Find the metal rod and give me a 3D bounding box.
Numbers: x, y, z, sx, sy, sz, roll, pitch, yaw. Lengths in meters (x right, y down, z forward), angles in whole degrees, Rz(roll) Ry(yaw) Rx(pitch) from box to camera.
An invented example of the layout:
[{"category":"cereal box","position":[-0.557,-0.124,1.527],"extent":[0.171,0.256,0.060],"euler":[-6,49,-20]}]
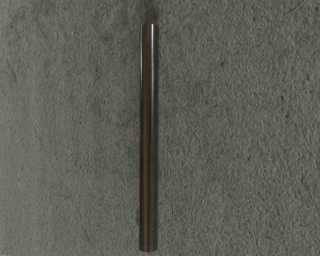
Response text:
[{"category":"metal rod","position":[-0.015,0.013,0.417],"extent":[0.025,0.025,0.298],"euler":[0,90,39]}]
